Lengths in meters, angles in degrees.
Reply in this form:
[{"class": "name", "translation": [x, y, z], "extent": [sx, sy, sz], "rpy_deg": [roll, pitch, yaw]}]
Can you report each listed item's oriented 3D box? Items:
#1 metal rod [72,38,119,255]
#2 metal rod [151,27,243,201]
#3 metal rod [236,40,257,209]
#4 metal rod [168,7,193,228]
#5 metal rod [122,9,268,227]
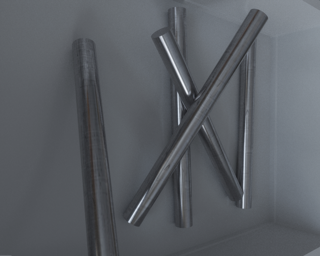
[{"class": "metal rod", "translation": [-0.058, 0.045, 0.281], "extent": [0.025, 0.025, 0.299], "rpy_deg": [10, 60, -40]}, {"class": "metal rod", "translation": [0.063, 0.001, 0.432], "extent": [0.025, 0.025, 0.299], "rpy_deg": [-49, 127, -28]}, {"class": "metal rod", "translation": [0.148, -0.015, 0.530], "extent": [0.025, 0.025, 0.298], "rpy_deg": [4, 88, -40]}, {"class": "metal rod", "translation": [0.028, -0.013, 0.430], "extent": [0.025, 0.025, 0.298], "rpy_deg": [-3, 92, -40]}, {"class": "metal rod", "translation": [0.044, -0.014, 0.382], "extent": [0.025, 0.025, 0.299], "rpy_deg": [33, 88, -36]}]
